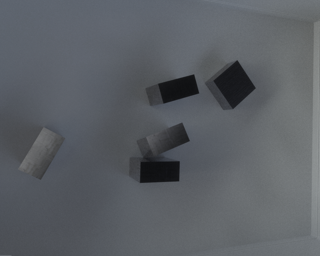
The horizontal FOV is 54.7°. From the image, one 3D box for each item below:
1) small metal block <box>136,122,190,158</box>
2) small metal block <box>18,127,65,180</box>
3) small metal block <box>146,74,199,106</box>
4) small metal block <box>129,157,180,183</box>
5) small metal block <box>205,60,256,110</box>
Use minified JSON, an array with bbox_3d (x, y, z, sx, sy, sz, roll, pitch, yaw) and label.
[{"bbox_3d":[0.003,0.017,0.398,0.050,0.050,0.025,-22,90,-19],"label":"small metal block"},{"bbox_3d":[-0.132,0.027,0.349,0.025,0.050,0.050,31,80,-18],"label":"small metal block"},{"bbox_3d":[0.015,-0.048,0.404,0.050,0.050,0.025,-18,96,-20],"label":"small metal block"},{"bbox_3d":[-0.008,0.052,0.395,0.050,0.050,0.025,1,90,-20],"label":"small metal block"},{"bbox_3d":[0.102,-0.062,0.450,0.050,0.025,0.050,-41,103,-16],"label":"small metal block"}]
